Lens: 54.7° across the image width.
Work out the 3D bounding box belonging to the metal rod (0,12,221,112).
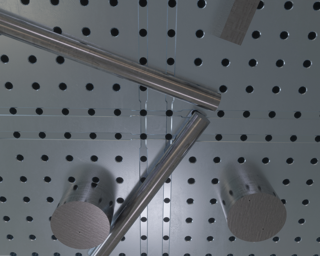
[{"bbox_3d":[-0.067,-0.082,0.382,0.302,0.025,0.025,19,109,-7],"label":"metal rod"}]

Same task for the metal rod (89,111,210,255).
[{"bbox_3d":[-0.026,0.103,0.450,0.025,0.025,0.299,32,107,-11],"label":"metal rod"}]

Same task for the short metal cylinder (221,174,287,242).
[{"bbox_3d":[0.131,0.114,0.443,0.081,0.050,0.079,0,110,0],"label":"short metal cylinder"}]

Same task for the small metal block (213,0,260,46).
[{"bbox_3d":[0.085,-0.125,0.355,0.025,0.050,0.050,18,109,-7],"label":"small metal block"}]

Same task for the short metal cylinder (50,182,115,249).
[{"bbox_3d":[-0.109,0.125,0.445,0.081,0.050,0.079,0,110,0],"label":"short metal cylinder"}]
